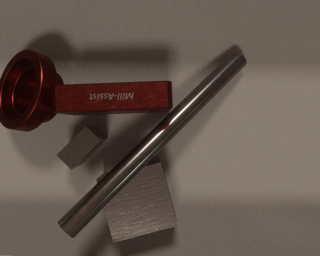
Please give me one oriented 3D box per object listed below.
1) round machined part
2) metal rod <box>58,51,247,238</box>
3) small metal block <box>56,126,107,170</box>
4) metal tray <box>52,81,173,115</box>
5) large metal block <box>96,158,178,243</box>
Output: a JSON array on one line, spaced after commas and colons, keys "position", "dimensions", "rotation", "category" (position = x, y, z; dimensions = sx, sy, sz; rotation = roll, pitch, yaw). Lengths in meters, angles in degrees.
[{"position": [-0.157, -0.044, 0.385], "dimensions": [0.098, 0.042, 0.098], "rotation": [-8, 76, 35], "category": "round machined part"}, {"position": [0.001, 0.009, 0.375], "dimensions": [0.025, 0.025, 0.301], "rotation": [46, 75, 0], "category": "metal rod"}, {"position": [-0.098, 0.024, 0.398], "dimensions": [0.025, 0.050, 0.050], "rotation": [45, 90, -1], "category": "small metal block"}, {"position": [-0.052, -0.034, 0.378], "dimensions": [0.131, 0.090, 0.030], "rotation": [-2, 90, -1], "category": "metal tray"}, {"position": [-0.028, 0.090, 0.399], "dimensions": [0.080, 0.050, 0.080], "rotation": [-15, 90, -1], "category": "large metal block"}]
